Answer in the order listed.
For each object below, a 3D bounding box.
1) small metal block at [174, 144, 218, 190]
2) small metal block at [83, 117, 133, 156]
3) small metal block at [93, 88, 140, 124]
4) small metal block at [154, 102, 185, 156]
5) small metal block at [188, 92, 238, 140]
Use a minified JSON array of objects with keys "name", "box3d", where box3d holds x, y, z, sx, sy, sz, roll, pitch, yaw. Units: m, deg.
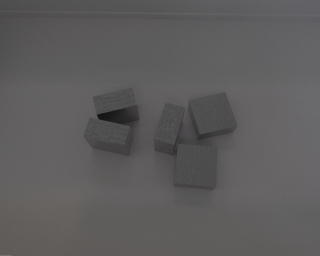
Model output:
[{"name":"small metal block","box3d":[0.045,0.049,0.392,0.050,0.025,0.050,5,70,2]},{"name":"small metal block","box3d":[-0.063,0.012,0.391,0.050,0.050,0.025,12,71,4]},{"name":"small metal block","box3d":[-0.056,-0.025,0.405,0.050,0.050,0.025,-14,71,-5]},{"name":"small metal block","box3d":[0.012,0.002,0.395,0.025,0.050,0.050,16,71,5]},{"name":"small metal block","box3d":[0.069,-0.016,0.416,0.050,0.025,0.050,-13,71,-5]}]
